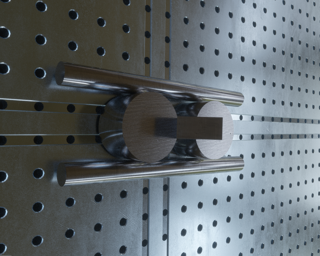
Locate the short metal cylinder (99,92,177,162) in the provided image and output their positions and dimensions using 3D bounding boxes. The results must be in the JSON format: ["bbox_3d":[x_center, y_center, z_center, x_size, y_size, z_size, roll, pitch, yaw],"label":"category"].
[{"bbox_3d":[-0.025,-0.001,0.368,0.081,0.050,0.079,0,90,-40],"label":"short metal cylinder"}]

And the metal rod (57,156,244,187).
[{"bbox_3d":[0.014,0.054,0.417,0.302,0.025,0.025,3,88,-40],"label":"metal rod"}]

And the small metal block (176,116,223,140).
[{"bbox_3d":[0.047,0.001,0.368,0.050,0.050,0.025,22,70,-83],"label":"small metal block"}]

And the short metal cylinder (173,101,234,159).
[{"bbox_3d":[0.059,0.003,0.439,0.081,0.050,0.079,0,90,-40],"label":"short metal cylinder"}]

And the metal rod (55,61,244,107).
[{"bbox_3d":[0.013,-0.052,0.416,0.302,0.025,0.025,2,89,-40],"label":"metal rod"}]
